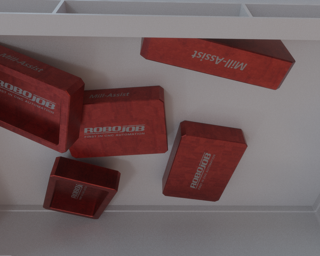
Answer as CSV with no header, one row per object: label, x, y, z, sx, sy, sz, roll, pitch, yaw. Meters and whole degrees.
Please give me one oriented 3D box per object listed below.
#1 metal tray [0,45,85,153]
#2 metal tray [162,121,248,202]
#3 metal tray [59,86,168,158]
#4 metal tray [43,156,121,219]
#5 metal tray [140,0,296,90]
metal tray,-0.153,-0.034,0.346,0.131,0.030,0.089,23,129,5
metal tray,0.060,0.053,0.452,0.091,0.030,0.129,8,130,-8
metal tray,-0.057,-0.005,0.400,0.131,0.030,0.089,-4,130,2
metal tray,-0.121,0.095,0.464,0.091,0.030,0.129,17,142,-14
metal tray,0.050,-0.085,0.294,0.131,0.090,0.030,11,129,-10
